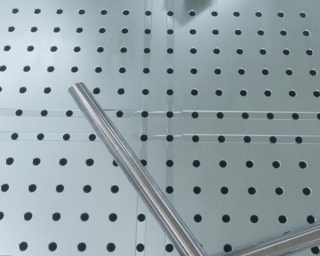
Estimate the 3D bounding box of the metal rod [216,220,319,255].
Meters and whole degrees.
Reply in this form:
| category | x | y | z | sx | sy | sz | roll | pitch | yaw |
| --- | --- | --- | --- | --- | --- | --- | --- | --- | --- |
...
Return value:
| category | x | y | z | sx | sy | sz | roll | pitch | yaw |
| --- | --- | --- | --- | --- | --- | --- | --- | --- | --- |
| metal rod | 0.076 | 0.157 | 0.354 | 0.302 | 0.025 | 0.025 | -16 | 71 | -6 |

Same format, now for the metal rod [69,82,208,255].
| category | x | y | z | sx | sy | sz | roll | pitch | yaw |
| --- | --- | --- | --- | --- | --- | --- | --- | --- | --- |
| metal rod | -0.029 | 0.055 | 0.376 | 0.025 | 0.025 | 0.300 | -34 | 68 | -11 |
